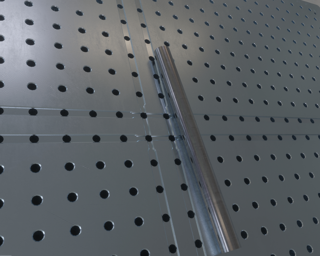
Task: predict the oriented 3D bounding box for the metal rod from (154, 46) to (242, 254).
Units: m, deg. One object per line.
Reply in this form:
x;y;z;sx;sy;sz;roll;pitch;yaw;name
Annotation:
0.043;0.012;0.423;0.025;0.025;0.299;-3;63;-30;metal rod
